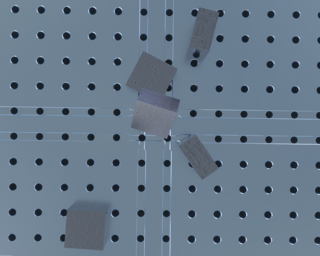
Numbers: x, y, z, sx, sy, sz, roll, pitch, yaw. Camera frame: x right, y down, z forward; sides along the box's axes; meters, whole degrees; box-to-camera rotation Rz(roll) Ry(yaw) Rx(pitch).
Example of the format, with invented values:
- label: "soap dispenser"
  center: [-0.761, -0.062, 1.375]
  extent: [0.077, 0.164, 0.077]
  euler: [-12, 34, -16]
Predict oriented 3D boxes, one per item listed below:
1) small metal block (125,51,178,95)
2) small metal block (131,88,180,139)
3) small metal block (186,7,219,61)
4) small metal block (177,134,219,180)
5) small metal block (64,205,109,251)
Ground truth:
- label: "small metal block"
  center: [-0.011, -0.066, 0.413]
  extent: [0.050, 0.025, 0.050]
  euler: [28, 90, -1]
- label: "small metal block"
  center: [-0.006, -0.018, 0.399]
  extent: [0.050, 0.050, 0.025]
  euler: [18, 46, -1]
- label: "small metal block"
  center: [0.054, -0.120, 0.402]
  extent: [0.025, 0.050, 0.050]
  euler: [14, 90, 0]
- label: "small metal block"
  center: [0.047, 0.036, 0.402]
  extent: [0.025, 0.050, 0.050]
  euler: [-34, 90, 0]
- label: "small metal block"
  center: [-0.097, 0.132, 0.412]
  extent: [0.050, 0.025, 0.050]
  euler: [5, 90, -1]
